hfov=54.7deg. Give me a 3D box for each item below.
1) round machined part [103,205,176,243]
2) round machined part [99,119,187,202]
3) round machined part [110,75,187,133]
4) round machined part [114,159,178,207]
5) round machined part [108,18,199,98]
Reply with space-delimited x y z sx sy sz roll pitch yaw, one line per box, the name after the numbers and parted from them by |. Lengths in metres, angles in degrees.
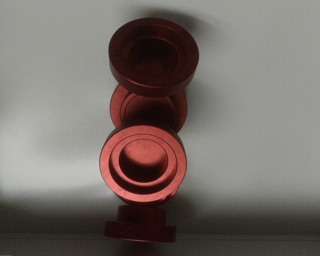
-0.026 0.132 0.430 0.099 0.098 0.042 6 73 -3 | round machined part
-0.019 0.035 0.367 0.099 0.042 0.097 0 110 -1 | round machined part
-0.014 -0.022 0.392 0.099 0.042 0.097 0 110 -1 | round machined part
-0.021 0.069 0.425 0.099 0.042 0.097 0 110 -1 | round machined part
-0.008 -0.075 0.353 0.099 0.098 0.042 7 152 -3 | round machined part
